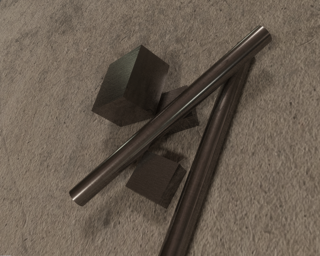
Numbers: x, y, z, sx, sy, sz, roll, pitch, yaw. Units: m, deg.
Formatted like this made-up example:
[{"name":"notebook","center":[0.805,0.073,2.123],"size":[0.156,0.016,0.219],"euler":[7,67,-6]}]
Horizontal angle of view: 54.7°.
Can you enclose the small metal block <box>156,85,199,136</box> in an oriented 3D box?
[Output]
[{"name":"small metal block","center":[0.020,-0.022,0.406],"size":[0.050,0.025,0.050],"euler":[-18,55,17]}]

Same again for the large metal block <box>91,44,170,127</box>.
[{"name":"large metal block","center":[-0.040,-0.054,0.422],"size":[0.080,0.050,0.080],"euler":[-15,52,49]}]

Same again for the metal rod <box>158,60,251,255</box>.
[{"name":"metal rod","center":[0.058,0.023,0.358],"size":[0.025,0.025,0.300],"euler":[10,67,32]}]

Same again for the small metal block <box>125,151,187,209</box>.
[{"name":"small metal block","center":[-0.004,0.060,0.368],"size":[0.050,0.025,0.050],"euler":[19,72,35]}]

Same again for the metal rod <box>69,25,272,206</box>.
[{"name":"metal rod","center":[0.012,-0.014,0.372],"size":[0.300,0.025,0.025],"euler":[-41,51,0]}]
